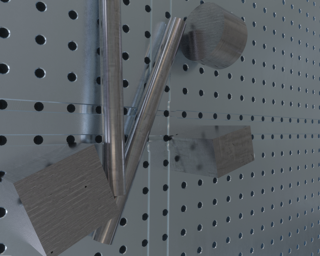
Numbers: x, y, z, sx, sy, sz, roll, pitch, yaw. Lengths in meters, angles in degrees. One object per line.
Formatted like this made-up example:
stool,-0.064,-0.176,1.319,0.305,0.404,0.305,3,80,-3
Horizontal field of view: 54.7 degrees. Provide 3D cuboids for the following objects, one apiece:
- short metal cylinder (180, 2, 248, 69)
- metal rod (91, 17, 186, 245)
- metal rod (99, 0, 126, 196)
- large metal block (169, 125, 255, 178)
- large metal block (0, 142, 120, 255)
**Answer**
short metal cylinder,0.074,-0.128,0.436,0.050,0.080,0.080,9,85,-40
metal rod,-0.021,-0.008,0.391,0.025,0.025,0.299,29,72,-36
metal rod,-0.055,-0.075,0.351,0.025,0.025,0.298,1,86,-40
large metal block,0.072,0.029,0.435,0.081,0.080,0.050,-16,100,-39
large metal block,-0.098,0.068,0.311,0.081,0.050,0.080,-28,108,-36
